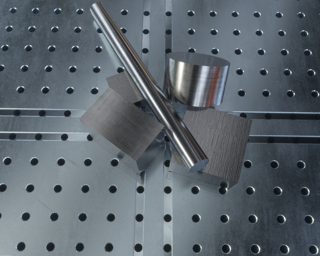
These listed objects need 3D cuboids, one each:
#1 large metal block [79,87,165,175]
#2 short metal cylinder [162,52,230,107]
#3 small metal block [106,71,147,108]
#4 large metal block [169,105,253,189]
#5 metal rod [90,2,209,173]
[{"bbox_3d":[-0.042,0.007,0.379,0.080,0.080,0.050,35,74,11],"label":"large metal block"},{"bbox_3d":[0.045,-0.065,0.400,0.080,0.080,0.050,8,114,2],"label":"short metal cylinder"},{"bbox_3d":[-0.040,-0.052,0.431,0.050,0.025,0.050,-23,72,-9],"label":"small metal block"},{"bbox_3d":[0.062,0.023,0.390,0.080,0.050,0.080,17,71,5],"label":"large metal block"},{"bbox_3d":[-0.027,-0.071,0.405,0.025,0.025,0.299,-26,61,-10],"label":"metal rod"}]
